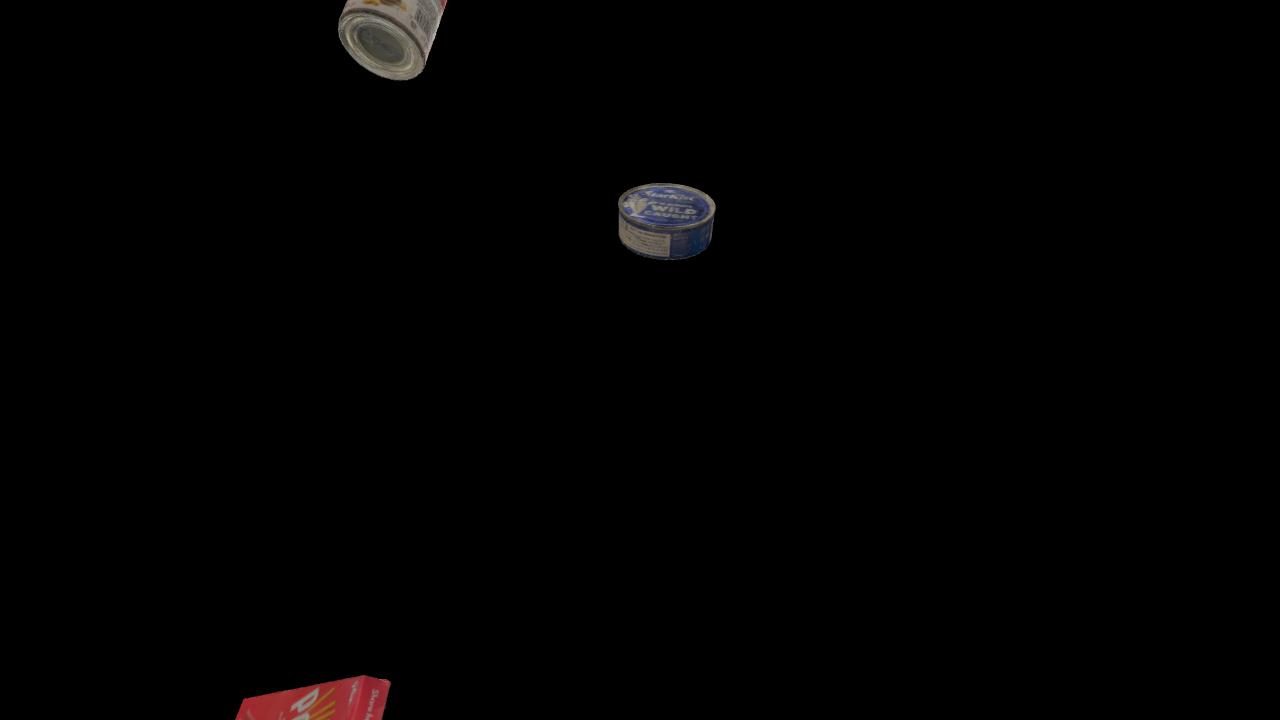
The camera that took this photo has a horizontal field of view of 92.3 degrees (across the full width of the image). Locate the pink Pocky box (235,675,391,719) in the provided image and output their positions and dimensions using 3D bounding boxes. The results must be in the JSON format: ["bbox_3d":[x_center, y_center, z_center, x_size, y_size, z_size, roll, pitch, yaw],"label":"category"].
[{"bbox_3d":[-0.259,0.293,0.462,0.155,0.084,0.029,-21,-45,24],"label":"pink Pocky box"}]

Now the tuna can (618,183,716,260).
[{"bbox_3d":[0.023,-0.121,0.536,0.084,0.034,0.084,1,40,-1],"label":"tuna can"}]

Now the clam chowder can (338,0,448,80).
[{"bbox_3d":[-0.195,-0.290,0.499,0.068,0.102,0.068,8,-20,3],"label":"clam chowder can"}]
